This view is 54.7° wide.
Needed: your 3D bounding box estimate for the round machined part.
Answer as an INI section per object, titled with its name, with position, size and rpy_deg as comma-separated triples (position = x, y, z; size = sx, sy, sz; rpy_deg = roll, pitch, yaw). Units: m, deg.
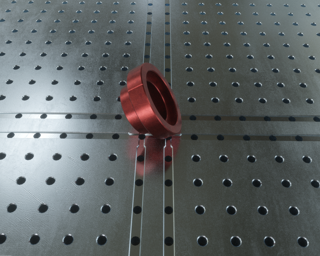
[round machined part]
position = -0.014, -0.031, 0.397
size = 0.042, 0.098, 0.098
rpy_deg = -23, 46, 22
